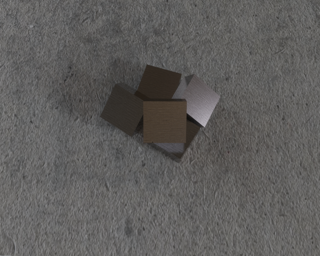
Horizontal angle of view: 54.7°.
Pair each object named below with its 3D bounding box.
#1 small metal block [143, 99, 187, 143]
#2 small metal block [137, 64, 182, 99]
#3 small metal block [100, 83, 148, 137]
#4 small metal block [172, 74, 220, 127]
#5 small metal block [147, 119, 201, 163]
[{"bbox_3d":[0.006,-0.009,0.374,0.050,0.025,0.050,0,103,0],"label":"small metal block"},{"bbox_3d":[-0.002,-0.055,0.430,0.050,0.025,0.050,16,71,5],"label":"small metal block"},{"bbox_3d":[-0.042,-0.025,0.406,0.050,0.025,0.050,32,109,9],"label":"small metal block"},{"bbox_3d":[0.045,-0.035,0.411,0.050,0.025,0.050,37,71,-23],"label":"small metal block"},{"bbox_3d":[0.017,0.010,0.406,0.050,0.025,0.050,31,73,10],"label":"small metal block"}]
